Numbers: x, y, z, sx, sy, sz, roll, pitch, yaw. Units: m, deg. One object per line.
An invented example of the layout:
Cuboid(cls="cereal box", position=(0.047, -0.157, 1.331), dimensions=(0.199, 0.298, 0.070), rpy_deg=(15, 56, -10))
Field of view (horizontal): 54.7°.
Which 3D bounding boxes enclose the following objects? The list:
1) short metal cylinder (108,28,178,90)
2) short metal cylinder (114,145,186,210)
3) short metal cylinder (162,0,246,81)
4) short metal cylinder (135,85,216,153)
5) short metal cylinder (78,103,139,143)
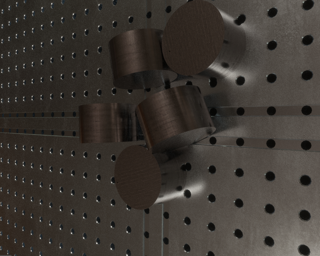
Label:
Cuboid(cls="short metal cylinder", position=(-0.022, -0.084, 0.390), dimensions=(0.080, 0.081, 0.050), rpy_deg=(-14, 81, 39))
Cuboid(cls="short metal cylinder", position=(-0.013, 0.061, 0.402), dimensions=(0.080, 0.050, 0.079), rpy_deg=(0, 90, 39))
Cuboid(cls="short metal cylinder", position=(0.049, -0.096, 0.351), dimensions=(0.080, 0.050, 0.079), rpy_deg=(0, 90, 39))
Cuboid(cls="short metal cylinder", position=(0.018, -0.008, 0.357), dimensions=(0.080, 0.081, 0.050), rpy_deg=(-29, 72, 36))
Cuboid(cls="short metal cylinder", position=(-0.071, -0.005, 0.430), dimensions=(0.080, 0.081, 0.050), rpy_deg=(-4, 88, 39))
